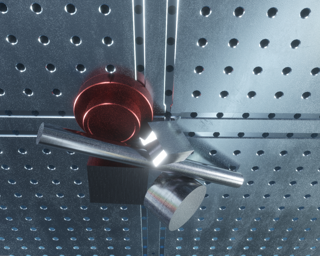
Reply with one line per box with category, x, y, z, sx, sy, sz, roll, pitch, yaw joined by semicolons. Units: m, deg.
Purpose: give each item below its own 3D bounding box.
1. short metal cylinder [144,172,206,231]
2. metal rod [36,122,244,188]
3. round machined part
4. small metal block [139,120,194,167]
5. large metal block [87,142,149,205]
short metal cylinder;0.023;0.102;0.454;0.080;0.050;0.080;-36;145;-29
metal rod;-0.003;0.043;0.406;0.302;0.025;0.025;17;129;-31
round machined part;-0.058;-0.015;0.387;0.099;0.042;0.097;-1;130;0
small metal block;0.008;0.018;0.398;0.050;0.050;0.025;-5;145;-44
large metal block;-0.058;0.065;0.446;0.081;0.050;0.079;4;130;-4
